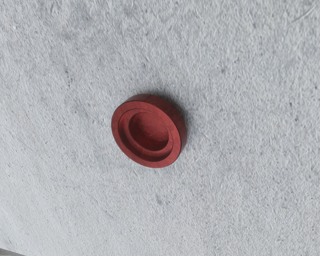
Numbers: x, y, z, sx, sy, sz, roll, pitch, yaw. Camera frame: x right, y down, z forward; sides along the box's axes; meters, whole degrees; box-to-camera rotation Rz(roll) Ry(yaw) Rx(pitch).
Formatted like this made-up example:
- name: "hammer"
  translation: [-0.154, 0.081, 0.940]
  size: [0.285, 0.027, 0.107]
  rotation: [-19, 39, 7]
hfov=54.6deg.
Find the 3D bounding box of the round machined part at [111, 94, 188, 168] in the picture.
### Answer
- name: "round machined part"
  translation: [-0.010, 0.000, 0.402]
  size: [0.098, 0.042, 0.097]
  rotation: [13, 124, 21]
